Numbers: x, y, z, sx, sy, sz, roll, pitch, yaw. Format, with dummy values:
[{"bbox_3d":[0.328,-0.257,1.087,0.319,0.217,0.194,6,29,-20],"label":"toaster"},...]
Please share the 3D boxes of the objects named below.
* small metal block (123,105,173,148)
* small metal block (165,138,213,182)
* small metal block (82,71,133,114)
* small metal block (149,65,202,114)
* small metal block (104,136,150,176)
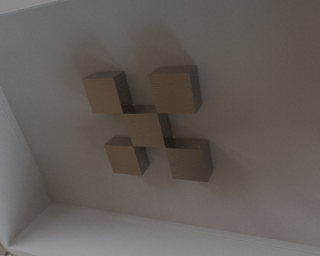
[{"bbox_3d":[-0.015,-0.002,0.412,0.050,0.025,0.050,1,119,28],"label":"small metal block"},{"bbox_3d":[0.040,0.042,0.411,0.050,0.025,0.050,1,119,27],"label":"small metal block"},{"bbox_3d":[-0.070,-0.047,0.414,0.050,0.025,0.050,2,119,27],"label":"small metal block"},{"bbox_3d":[0.019,-0.045,0.368,0.050,0.025,0.050,2,120,27],"label":"small metal block"},{"bbox_3d":[-0.048,0.041,0.457,0.050,0.025,0.050,1,119,28],"label":"small metal block"}]
